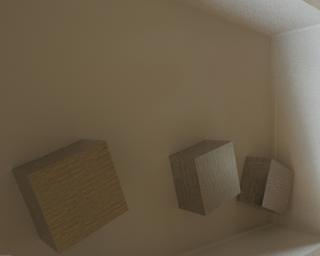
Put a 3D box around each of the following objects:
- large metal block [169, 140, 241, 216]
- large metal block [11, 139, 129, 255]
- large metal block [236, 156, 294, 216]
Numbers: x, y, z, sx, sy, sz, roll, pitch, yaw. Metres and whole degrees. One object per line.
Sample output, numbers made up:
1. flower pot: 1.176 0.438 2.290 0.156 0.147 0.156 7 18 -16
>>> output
1. large metal block: 0.066 0.067 0.445 0.081 0.050 0.080 -19 102 -38
2. large metal block: -0.089 0.064 0.316 0.081 0.050 0.080 -26 107 -37
3. large metal block: 0.187 0.102 0.547 0.080 0.050 0.080 27 73 -37
